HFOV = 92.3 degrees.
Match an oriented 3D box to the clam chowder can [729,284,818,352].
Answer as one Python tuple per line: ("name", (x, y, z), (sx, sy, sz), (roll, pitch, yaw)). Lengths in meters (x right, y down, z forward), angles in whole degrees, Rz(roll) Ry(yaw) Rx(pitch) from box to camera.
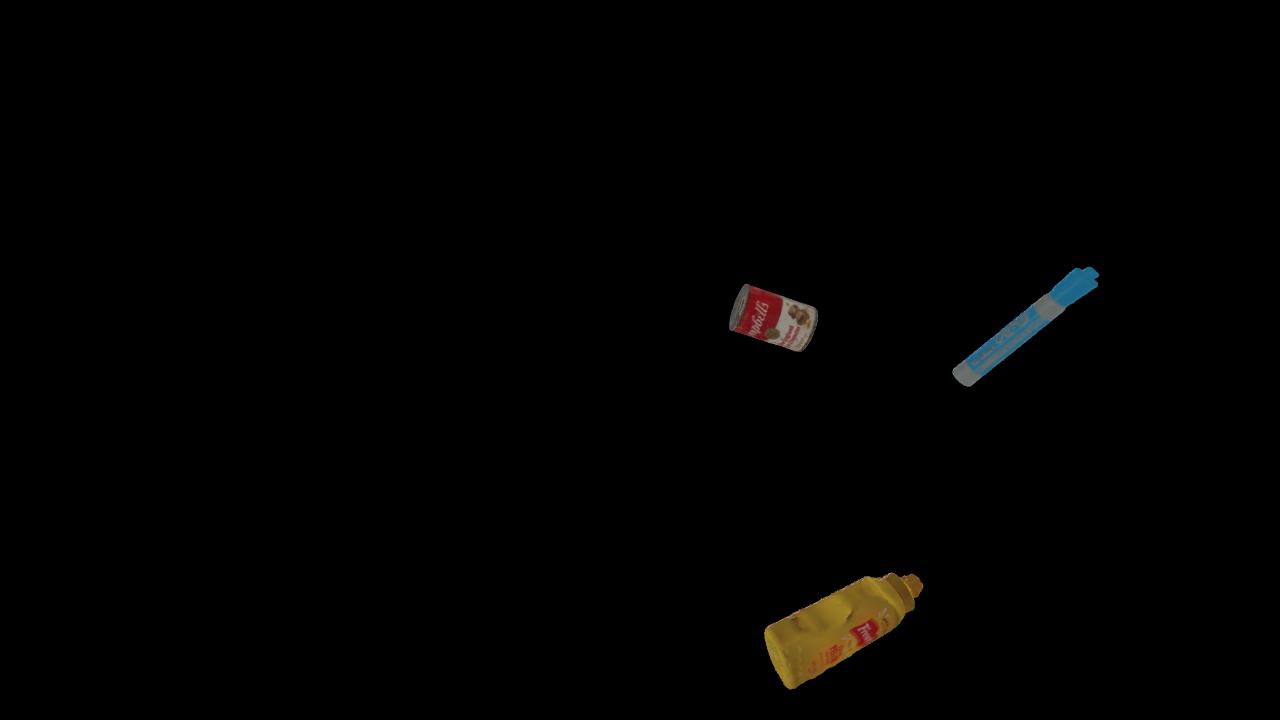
("clam chowder can", (0.181, -0.057, 0.840), (0.102, 0.068, 0.068), (17, -2, -5))

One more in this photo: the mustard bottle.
("mustard bottle", (0.226, 0.280, 0.664), (0.184, 0.092, 0.054), (-24, 30, -10))

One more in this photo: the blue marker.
("blue marker", (0.285, -0.023, 0.459), (0.020, 0.020, 0.121), (0, -39, -30))
